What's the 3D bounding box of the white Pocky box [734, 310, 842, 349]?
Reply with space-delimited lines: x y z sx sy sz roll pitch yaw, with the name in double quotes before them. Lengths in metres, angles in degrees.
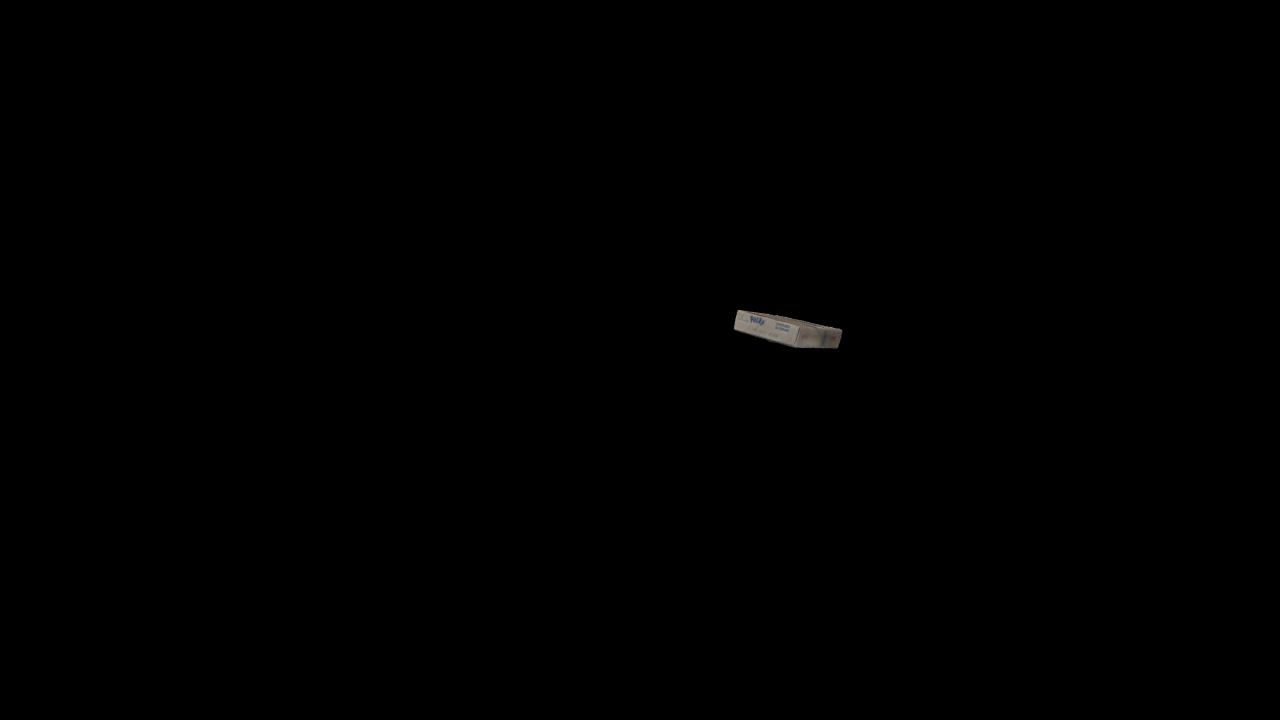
"white Pocky box" 0.187 -0.036 0.766 0.084 0.028 0.154 18 11 34
